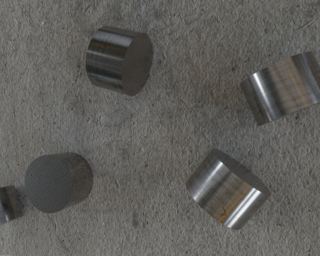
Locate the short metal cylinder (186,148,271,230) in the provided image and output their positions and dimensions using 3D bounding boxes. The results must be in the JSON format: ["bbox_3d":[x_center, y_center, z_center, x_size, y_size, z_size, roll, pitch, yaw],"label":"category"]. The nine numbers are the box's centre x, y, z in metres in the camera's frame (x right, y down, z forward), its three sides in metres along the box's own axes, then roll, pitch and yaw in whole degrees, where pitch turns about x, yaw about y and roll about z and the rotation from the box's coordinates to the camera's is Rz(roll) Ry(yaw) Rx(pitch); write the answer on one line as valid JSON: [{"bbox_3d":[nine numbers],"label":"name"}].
[{"bbox_3d":[0.077,0.068,0.353,0.080,0.080,0.050,39,103,16],"label":"short metal cylinder"}]

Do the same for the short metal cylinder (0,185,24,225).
[{"bbox_3d":[-0.256,0.126,0.470,0.080,0.080,0.050,-24,82,18],"label":"short metal cylinder"}]

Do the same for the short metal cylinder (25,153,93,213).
[{"bbox_3d":[-0.145,0.077,0.447,0.080,0.050,0.080,0,90,20],"label":"short metal cylinder"}]

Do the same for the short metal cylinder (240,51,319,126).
[{"bbox_3d":[0.134,-0.040,0.332,0.080,0.080,0.050,-24,82,18],"label":"short metal cylinder"}]

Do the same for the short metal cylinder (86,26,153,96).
[{"bbox_3d":[-0.050,-0.086,0.397,0.050,0.080,0.080,17,96,19],"label":"short metal cylinder"}]
